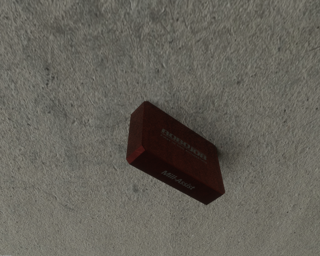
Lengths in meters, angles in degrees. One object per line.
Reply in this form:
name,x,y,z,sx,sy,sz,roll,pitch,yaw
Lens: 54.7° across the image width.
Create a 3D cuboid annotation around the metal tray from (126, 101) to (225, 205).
metal tray,0.021,0.032,0.393,0.130,0.090,0.030,32,123,-25
